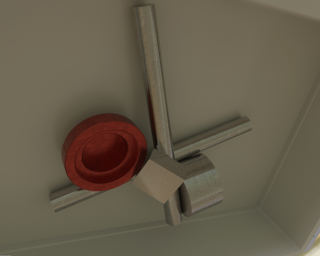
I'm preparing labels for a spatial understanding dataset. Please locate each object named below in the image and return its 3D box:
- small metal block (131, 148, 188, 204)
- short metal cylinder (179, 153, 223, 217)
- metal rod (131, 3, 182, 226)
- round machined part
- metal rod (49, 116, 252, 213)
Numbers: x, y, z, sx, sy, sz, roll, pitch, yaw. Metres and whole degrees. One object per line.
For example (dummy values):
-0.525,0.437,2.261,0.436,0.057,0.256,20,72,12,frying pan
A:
-0.001,0.061,0.392,0.050,0.025,0.050,32,121,-5,small metal block
0.048,0.082,0.450,0.050,0.080,0.079,-18,126,-18,short metal cylinder
0.002,0.004,0.389,0.025,0.025,0.298,-18,119,-18,metal rod
-0.069,0.025,0.375,0.099,0.042,0.097,-14,125,-21,round machined part
-0.001,0.044,0.435,0.302,0.025,0.025,-21,127,-17,metal rod
